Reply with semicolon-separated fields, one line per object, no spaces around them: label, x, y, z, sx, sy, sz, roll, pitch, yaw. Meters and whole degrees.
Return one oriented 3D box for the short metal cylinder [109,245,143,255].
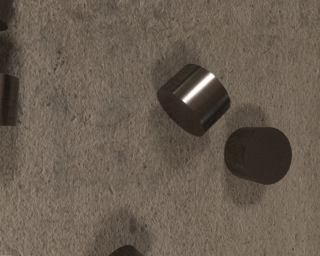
short metal cylinder;-0.042;0.188;0.366;0.080;0.080;0.050;-45;105;-15

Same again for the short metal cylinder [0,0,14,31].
short metal cylinder;-0.191;-0.137;0.309;0.081;0.080;0.050;11;87;-20

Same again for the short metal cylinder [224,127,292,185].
short metal cylinder;0.141;0.038;0.450;0.081;0.050;0.079;0;90;-21

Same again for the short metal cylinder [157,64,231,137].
short metal cylinder;0.042;-0.035;0.397;0.050;0.080;0.080;-44;104;-15

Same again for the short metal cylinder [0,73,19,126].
short metal cylinder;-0.187;-0.029;0.311;0.081;0.080;0.050;3;89;-20
